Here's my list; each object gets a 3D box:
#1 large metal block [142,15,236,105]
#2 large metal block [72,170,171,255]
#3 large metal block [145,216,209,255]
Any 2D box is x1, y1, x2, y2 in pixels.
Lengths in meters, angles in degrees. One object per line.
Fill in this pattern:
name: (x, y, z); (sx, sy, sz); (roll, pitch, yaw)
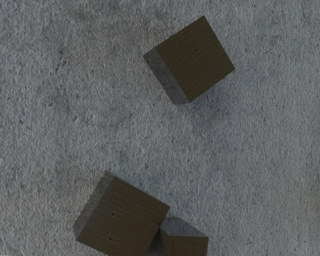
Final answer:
large metal block: (0.038, -0.087, 0.409); (0.080, 0.050, 0.080); (-37, 102, -16)
large metal block: (-0.048, 0.109, 0.378); (0.080, 0.050, 0.080); (33, 79, -17)
large metal block: (0.014, 0.161, 0.385); (0.050, 0.080, 0.080); (10, 87, -20)
